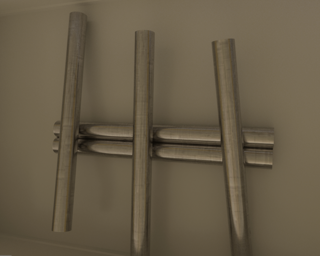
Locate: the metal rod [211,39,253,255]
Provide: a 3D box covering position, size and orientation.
[{"bbox_3d":[0.086,0.052,0.355,0.025,0.025,0.298,-4,97,19],"label":"metal rod"}]

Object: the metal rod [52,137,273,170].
[{"bbox_3d":[-0.010,0.031,0.412,0.301,0.025,0.025,2,91,19],"label":"metal rod"}]

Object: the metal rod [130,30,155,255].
[{"bbox_3d":[-0.022,0.030,0.390,0.025,0.025,0.298,2,91,19],"label":"metal rod"}]

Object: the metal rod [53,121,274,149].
[{"bbox_3d":[-0.009,0.007,0.412,0.301,0.025,0.025,2,91,19],"label":"metal rod"}]

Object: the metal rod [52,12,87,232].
[{"bbox_3d":[-0.123,-0.014,0.426,0.025,0.025,0.298,-1,81,19],"label":"metal rod"}]
